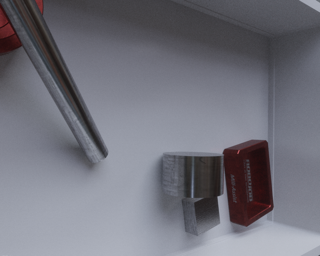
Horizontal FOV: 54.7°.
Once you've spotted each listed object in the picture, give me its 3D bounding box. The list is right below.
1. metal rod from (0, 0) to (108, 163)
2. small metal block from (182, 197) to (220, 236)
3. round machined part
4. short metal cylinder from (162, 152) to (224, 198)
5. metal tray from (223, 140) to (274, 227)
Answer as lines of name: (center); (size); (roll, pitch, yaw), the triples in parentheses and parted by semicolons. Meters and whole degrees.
metal rod: (-0.101, -0.074, 0.249); (0.025, 0.025, 0.299); (-48, 142, -29)
small metal block: (0.062, 0.125, 0.461); (0.050, 0.025, 0.050); (-12, 98, -40)
round machined part: (-0.157, -0.109, 0.265); (0.099, 0.042, 0.097); (0, 90, -40)
short metal cylinder: (0.044, 0.059, 0.410); (0.081, 0.080, 0.050); (2, 89, -40)
metal tray: (0.155, 0.092, 0.536); (0.091, 0.030, 0.129); (-13, 98, -40)
